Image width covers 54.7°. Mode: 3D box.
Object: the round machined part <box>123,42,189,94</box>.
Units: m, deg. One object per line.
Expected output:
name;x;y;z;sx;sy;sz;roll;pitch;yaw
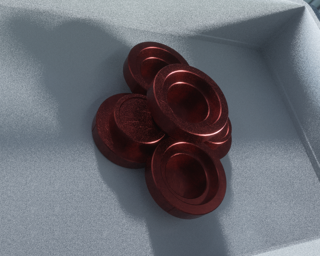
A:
round machined part;-0.005;-0.069;0.433;0.099;0.042;0.098;14;56;-21

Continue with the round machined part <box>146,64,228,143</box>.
round machined part;0.029;-0.025;0.371;0.099;0.042;0.098;14;56;-21

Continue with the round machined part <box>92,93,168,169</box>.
round machined part;-0.030;-0.003;0.380;0.099;0.042;0.098;14;56;-21

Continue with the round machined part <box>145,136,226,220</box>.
round machined part;0.027;0.061;0.371;0.099;0.042;0.098;14;56;-21

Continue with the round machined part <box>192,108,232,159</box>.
round machined part;0.059;0.000;0.425;0.099;0.042;0.098;14;56;-21
